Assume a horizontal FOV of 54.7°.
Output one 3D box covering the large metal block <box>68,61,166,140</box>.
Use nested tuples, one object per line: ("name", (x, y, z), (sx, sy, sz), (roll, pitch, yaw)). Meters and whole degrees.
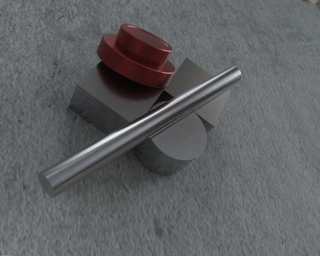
("large metal block", (-0.052, -0.039, 0.385), (0.080, 0.050, 0.080), (36, 51, -4))

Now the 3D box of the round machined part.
("round machined part", (-0.024, -0.094, 0.383), (0.099, 0.042, 0.098), (24, 25, -12))

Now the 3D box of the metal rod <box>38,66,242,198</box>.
("metal rod", (0.005, -0.014, 0.354), (0.302, 0.025, 0.025), (-32, 80, -38))

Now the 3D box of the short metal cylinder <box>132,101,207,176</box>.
("short metal cylinder", (0.011, 0.013, 0.388), (0.081, 0.050, 0.080), (14, 56, -21))

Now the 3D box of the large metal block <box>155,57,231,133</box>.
("large metal block", (0.043, -0.040, 0.439), (0.080, 0.050, 0.080), (36, 51, -5))

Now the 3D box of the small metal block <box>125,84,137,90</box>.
("small metal block", (-0.018, -0.068, 0.438), (0.050, 0.025, 0.050), (37, 51, -4))
